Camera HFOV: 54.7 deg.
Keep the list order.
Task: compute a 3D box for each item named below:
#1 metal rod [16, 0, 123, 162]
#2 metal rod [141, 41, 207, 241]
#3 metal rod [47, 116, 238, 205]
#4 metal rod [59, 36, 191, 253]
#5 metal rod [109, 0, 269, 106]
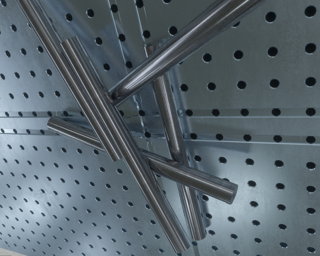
[{"bbox_3d":[-0.126,-0.090,0.393,0.025,0.025,0.299,-25,97,36],"label":"metal rod"},{"bbox_3d":[0.025,0.034,0.417,0.025,0.025,0.298,-1,118,28],"label":"metal rod"},{"bbox_3d":[-0.041,0.036,0.430,0.301,0.025,0.025,18,126,25],"label":"metal rod"},{"bbox_3d":[-0.039,0.028,0.389,0.025,0.025,0.299,-21,101,35],"label":"metal rod"},{"bbox_3d":[0.001,-0.070,0.324,0.025,0.025,0.299,53,140,-10],"label":"metal rod"}]
